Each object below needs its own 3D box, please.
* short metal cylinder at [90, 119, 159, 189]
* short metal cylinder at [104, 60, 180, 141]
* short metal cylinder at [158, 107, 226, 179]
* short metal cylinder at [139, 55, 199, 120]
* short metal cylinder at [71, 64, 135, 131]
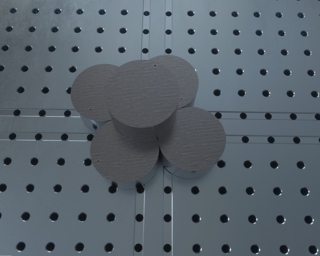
[{"bbox_3d":[-0.041,0.033,0.385,0.081,0.050,0.080,0,70,0],"label":"short metal cylinder"},{"bbox_3d":[-0.020,-0.030,0.354,0.081,0.050,0.080,0,71,-1],"label":"short metal cylinder"},{"bbox_3d":[0.038,0.020,0.391,0.081,0.050,0.080,0,70,0],"label":"short metal cylinder"},{"bbox_3d":[0.009,-0.050,0.416,0.081,0.050,0.080,0,70,0],"label":"short metal cylinder"},{"bbox_3d":[-0.071,-0.037,0.410,0.081,0.050,0.080,0,70,0],"label":"short metal cylinder"}]
